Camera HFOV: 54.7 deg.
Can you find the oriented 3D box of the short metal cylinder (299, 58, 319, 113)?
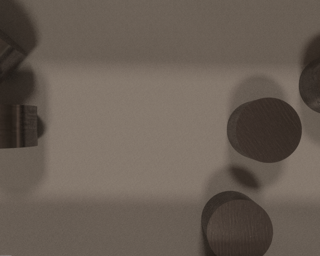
[{"bbox_3d":[0.232,-0.058,0.402,0.081,0.050,0.079,0,90,-1],"label":"short metal cylinder"}]

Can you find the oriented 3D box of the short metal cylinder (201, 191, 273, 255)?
[{"bbox_3d":[0.097,0.126,0.400,0.081,0.050,0.079,0,90,-1],"label":"short metal cylinder"}]

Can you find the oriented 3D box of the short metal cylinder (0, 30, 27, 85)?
[{"bbox_3d":[-0.214,-0.099,0.381,0.080,0.080,0.050,42,90,-1],"label":"short metal cylinder"}]

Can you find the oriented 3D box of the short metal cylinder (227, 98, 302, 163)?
[{"bbox_3d":[0.132,0.003,0.401,0.081,0.050,0.079,0,90,-1],"label":"short metal cylinder"}]

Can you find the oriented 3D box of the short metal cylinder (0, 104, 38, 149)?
[{"bbox_3d":[-0.194,-0.002,0.381,0.081,0.080,0.050,-1,90,-1],"label":"short metal cylinder"}]
